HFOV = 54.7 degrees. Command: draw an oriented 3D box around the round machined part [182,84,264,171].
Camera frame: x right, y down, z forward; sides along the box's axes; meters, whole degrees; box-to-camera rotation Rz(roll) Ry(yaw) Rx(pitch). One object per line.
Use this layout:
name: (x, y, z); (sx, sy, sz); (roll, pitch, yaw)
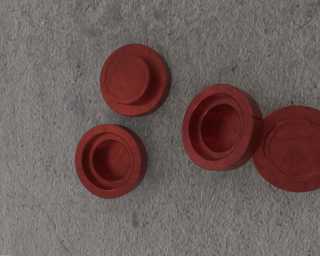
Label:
round machined part: (0.075, 0.001, 0.359); (0.098, 0.042, 0.098); (-12, 73, 45)

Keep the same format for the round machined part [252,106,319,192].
round machined part: (0.152, 0.023, 0.346); (0.098, 0.042, 0.097); (0, 90, 20)

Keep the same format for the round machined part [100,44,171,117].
round machined part: (-0.038, -0.064, 0.413); (0.098, 0.042, 0.097); (0, 90, 20)

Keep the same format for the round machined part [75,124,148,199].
round machined part: (-0.062, 0.043, 0.422); (0.098, 0.042, 0.097); (0, 90, 20)
